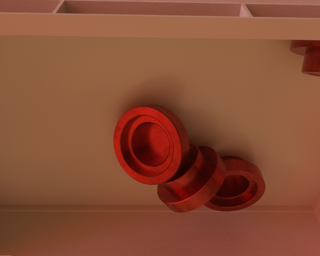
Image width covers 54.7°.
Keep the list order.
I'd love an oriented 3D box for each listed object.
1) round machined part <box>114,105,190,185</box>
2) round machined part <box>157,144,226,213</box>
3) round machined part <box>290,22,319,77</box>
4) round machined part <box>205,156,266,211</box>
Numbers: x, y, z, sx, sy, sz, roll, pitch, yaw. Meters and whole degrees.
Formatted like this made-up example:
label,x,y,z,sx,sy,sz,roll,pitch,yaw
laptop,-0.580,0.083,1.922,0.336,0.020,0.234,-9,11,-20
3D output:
label,x,y,z,sx,sy,sz,roll,pitch,yaw
round machined part,-0.007,0.019,0.392,0.098,0.042,0.097,6,102,29
round machined part,0.034,0.060,0.414,0.098,0.098,0.042,-30,116,23
round machined part,0.178,-0.071,0.300,0.099,0.098,0.042,7,99,-6
round machined part,0.104,0.080,0.468,0.099,0.042,0.097,-1,130,0
